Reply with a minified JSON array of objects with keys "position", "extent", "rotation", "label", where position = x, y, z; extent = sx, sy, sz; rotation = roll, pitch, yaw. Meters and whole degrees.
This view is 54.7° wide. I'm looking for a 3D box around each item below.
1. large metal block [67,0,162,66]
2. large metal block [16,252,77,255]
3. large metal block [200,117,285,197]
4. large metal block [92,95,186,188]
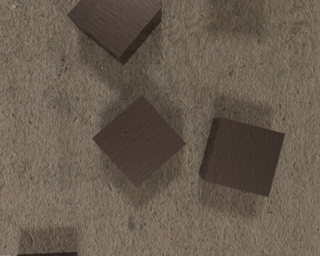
[{"position":[-0.055,-0.141,0.397],"extent":[0.080,0.050,0.080],"rotation":[40,90,-1],"label":"large metal block"},{"position":[-0.151,0.210,0.396],"extent":[0.081,0.050,0.079],"rotation":[-2,90,-1],"label":"large metal block"},{"position":[0.102,0.035,0.399],"extent":[0.080,0.050,0.080],"rotation":[15,90,-1],"label":"large metal block"},{"position":[-0.025,0.016,0.397],"extent":[0.080,0.050,0.080],"rotation":[-42,91,0],"label":"large metal block"}]
